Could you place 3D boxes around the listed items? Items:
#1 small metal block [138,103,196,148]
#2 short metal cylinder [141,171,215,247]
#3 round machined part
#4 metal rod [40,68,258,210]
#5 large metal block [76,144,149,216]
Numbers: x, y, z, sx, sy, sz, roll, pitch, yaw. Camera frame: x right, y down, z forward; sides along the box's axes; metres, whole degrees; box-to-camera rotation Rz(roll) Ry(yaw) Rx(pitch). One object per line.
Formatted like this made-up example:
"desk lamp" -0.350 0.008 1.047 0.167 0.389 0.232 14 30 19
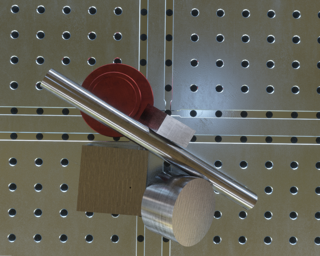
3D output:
"small metal block" 0.009 -0.003 0.391 0.050 0.050 0.025 28 94 -35
"short metal cylinder" 0.024 0.097 0.380 0.081 0.050 0.079 -5 97 -45
"round machined part" -0.057 -0.036 0.404 0.099 0.042 0.097 0 90 -1
"metal rod" -0.003 0.021 0.381 0.301 0.025 0.025 32 90 -13
"large metal block" -0.057 0.063 0.398 0.081 0.050 0.079 5 90 -1
